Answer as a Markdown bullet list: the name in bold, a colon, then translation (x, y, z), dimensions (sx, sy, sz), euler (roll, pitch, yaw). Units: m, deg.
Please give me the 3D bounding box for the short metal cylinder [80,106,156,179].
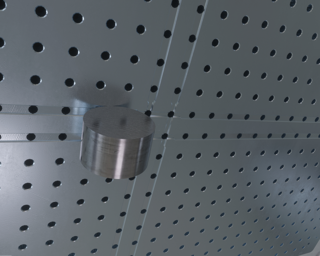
- **short metal cylinder**: translation (-0.049, 0.014, 0.357), dimensions (0.081, 0.080, 0.050), euler (-3, 120, -27)
